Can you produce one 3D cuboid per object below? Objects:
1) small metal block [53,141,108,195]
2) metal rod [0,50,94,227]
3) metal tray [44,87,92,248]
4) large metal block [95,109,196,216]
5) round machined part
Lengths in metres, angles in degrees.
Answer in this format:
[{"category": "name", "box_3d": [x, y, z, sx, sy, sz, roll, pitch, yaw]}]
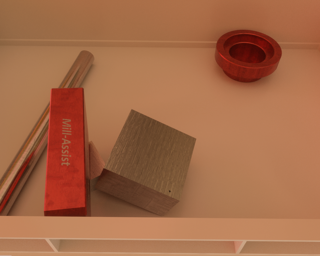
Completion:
[{"category": "small metal block", "box_3d": [-0.091, 0.050, 0.362, 0.050, 0.025, 0.050, -25, 54, -20]}, {"category": "metal rod", "box_3d": [-0.149, -0.003, 0.405, 0.025, 0.025, 0.300, 10, 51, 7]}, {"category": "metal tray", "box_3d": [-0.085, 0.036, 0.297, 0.030, 0.089, 0.130, -3, 55, -11]}, {"category": "large metal block", "box_3d": [-0.014, 0.038, 0.341, 0.080, 0.050, 0.080, 25, 51, -6]}, {"category": "round machined part", "box_3d": [0.136, -0.109, 0.488, 0.099, 0.042, 0.098, 0, 50, 0]}]
